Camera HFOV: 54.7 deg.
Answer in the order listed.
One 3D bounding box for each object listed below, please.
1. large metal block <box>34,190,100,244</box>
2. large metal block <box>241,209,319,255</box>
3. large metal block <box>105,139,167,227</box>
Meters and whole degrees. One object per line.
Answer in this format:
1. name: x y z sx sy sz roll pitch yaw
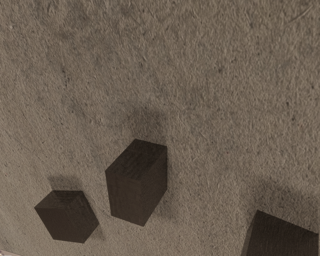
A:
1. large metal block: -0.174 0.165 0.582 0.080 0.050 0.080 -6 116 30
2. large metal block: 0.149 0.163 0.393 0.080 0.080 0.050 20 126 16
3. large metal block: -0.029 0.073 0.430 0.050 0.080 0.079 12 124 21
